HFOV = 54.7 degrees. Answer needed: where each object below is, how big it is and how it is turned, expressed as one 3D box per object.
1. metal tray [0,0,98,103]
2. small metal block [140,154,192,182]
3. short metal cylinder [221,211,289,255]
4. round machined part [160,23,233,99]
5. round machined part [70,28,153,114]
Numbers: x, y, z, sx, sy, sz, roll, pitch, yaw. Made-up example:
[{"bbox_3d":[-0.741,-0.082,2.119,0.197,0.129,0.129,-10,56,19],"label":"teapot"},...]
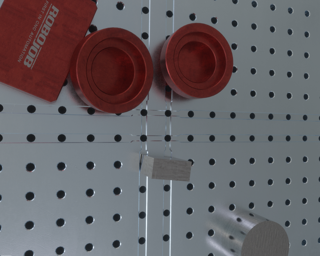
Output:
[{"bbox_3d":[-0.140,-0.104,0.358,0.090,0.030,0.130,24,82,-19],"label":"metal tray"},{"bbox_3d":[0.006,0.051,0.402,0.050,0.050,0.025,8,88,-20],"label":"small metal block"},{"bbox_3d":[0.138,0.168,0.451,0.081,0.050,0.079,0,90,-20],"label":"short metal cylinder"},{"bbox_3d":[0.046,-0.088,0.421,0.099,0.042,0.097,0,90,-20],"label":"round machined part"},{"bbox_3d":[-0.060,-0.068,0.372,0.099,0.042,0.097,-7,102,-35],"label":"round machined part"}]
